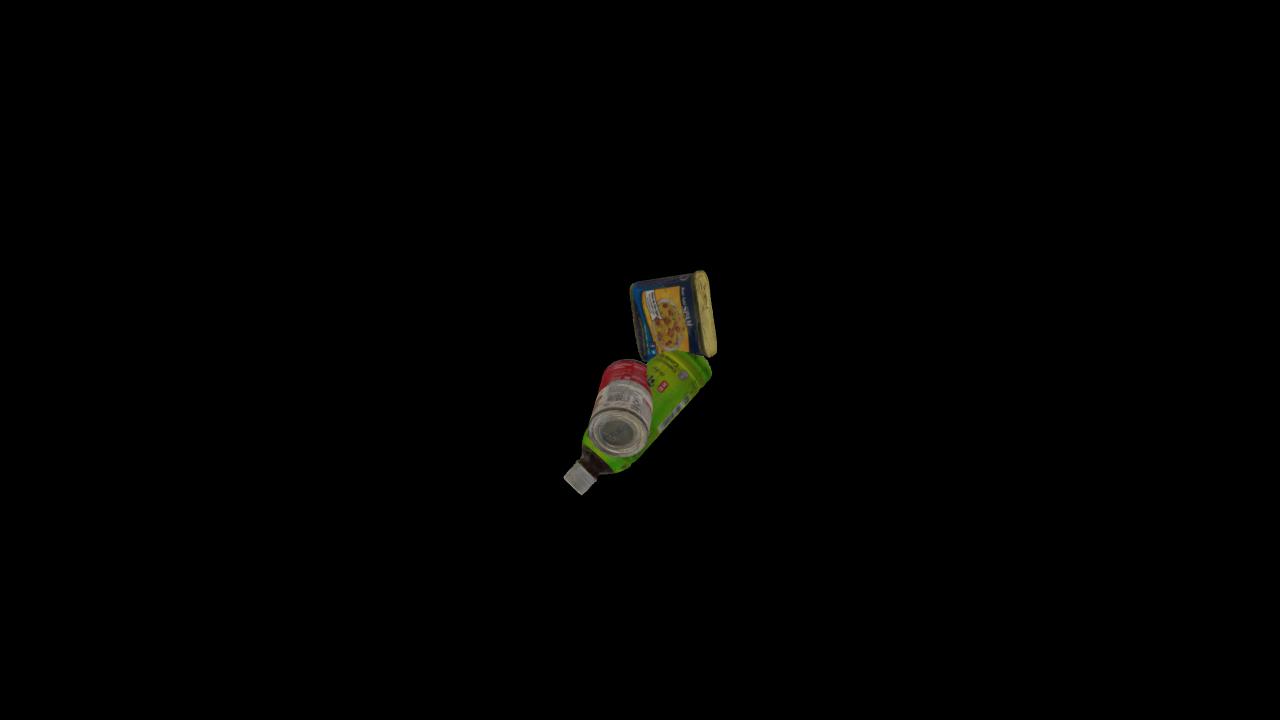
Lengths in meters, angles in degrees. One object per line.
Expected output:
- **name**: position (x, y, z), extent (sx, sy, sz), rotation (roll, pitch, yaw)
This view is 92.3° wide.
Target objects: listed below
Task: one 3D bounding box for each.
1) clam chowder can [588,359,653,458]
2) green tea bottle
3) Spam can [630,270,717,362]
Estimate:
- **clam chowder can**: position (-0.018, 0.053, 0.695), extent (0.068, 0.068, 0.102), rotation (0, 31, 7)
- **green tea bottle**: position (-0.005, 0.069, 0.718), extent (0.073, 0.212, 0.073), rotation (39, -14, 12)
- **Spam can**: position (0.040, -0.050, 0.732), extent (0.085, 0.101, 0.058), rotation (-7, 5, 22)
